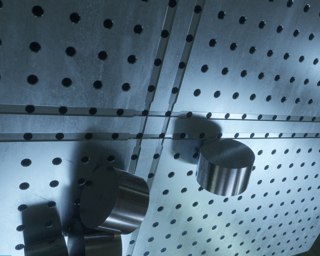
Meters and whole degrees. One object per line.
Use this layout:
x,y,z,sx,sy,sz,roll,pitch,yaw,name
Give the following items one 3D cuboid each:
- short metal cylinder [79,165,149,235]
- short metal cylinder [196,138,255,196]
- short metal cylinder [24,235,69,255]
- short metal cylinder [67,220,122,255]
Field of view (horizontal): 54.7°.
-0.060,0.093,0.402,0.050,0.080,0.080,28,103,-38,short metal cylinder
0.097,0.057,0.466,0.081,0.080,0.050,-10,123,-24,short metal cylinder
-0.148,0.190,0.413,0.050,0.080,0.079,-9,123,-24,short metal cylinder
-0.093,0.167,0.430,0.050,0.080,0.079,6,115,-32,short metal cylinder
